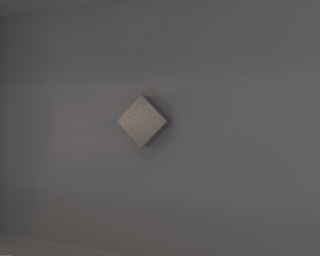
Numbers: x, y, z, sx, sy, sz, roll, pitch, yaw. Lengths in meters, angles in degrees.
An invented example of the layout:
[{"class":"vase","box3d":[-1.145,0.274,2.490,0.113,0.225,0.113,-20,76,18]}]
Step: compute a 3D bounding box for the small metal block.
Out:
[{"class":"small metal block","box3d":[-0.020,-0.009,0.418,0.050,0.025,0.050,-46,76,14]}]
